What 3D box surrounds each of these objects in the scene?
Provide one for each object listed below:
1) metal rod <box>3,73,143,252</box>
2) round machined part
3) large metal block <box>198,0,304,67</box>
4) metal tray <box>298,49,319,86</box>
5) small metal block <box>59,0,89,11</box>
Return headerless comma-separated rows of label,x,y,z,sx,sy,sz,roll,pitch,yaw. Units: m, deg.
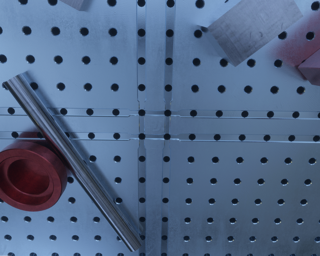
metal rod,-0.111,0.060,0.433,0.025,0.025,0.299,-28,108,9
round machined part,-0.174,0.062,0.421,0.099,0.042,0.097,2,114,4
large metal block,0.093,-0.118,0.342,0.080,0.080,0.050,-37,106,12
metal tray,0.229,-0.099,0.343,0.130,0.090,0.030,-40,94,13
small metal block,-0.102,-0.168,0.350,0.050,0.025,0.050,27,108,-10
